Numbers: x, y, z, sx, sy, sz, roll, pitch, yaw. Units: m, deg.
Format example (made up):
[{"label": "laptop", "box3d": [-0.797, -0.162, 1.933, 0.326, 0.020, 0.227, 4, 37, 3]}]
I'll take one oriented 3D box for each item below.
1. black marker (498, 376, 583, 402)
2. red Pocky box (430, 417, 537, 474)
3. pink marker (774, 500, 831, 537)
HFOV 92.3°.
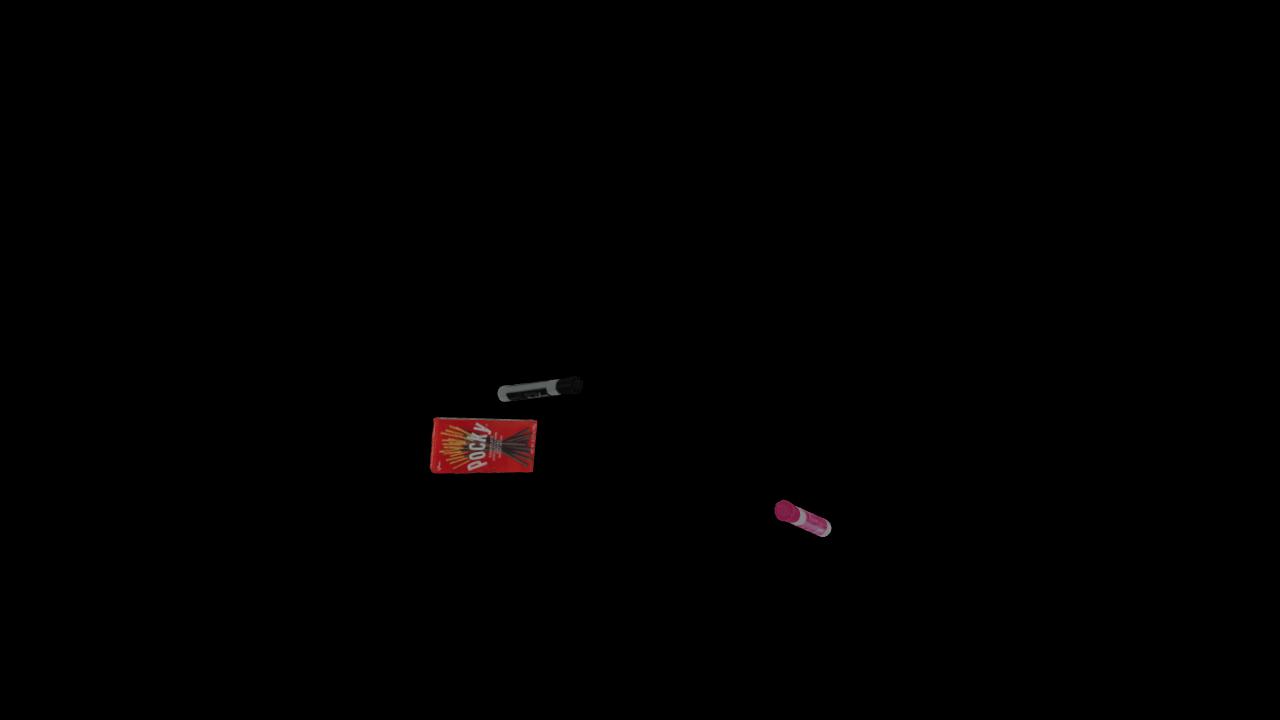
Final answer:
[{"label": "black marker", "box3d": [-0.109, 0.032, 0.668, 0.121, 0.020, 0.020, -8, -5, 37]}, {"label": "red Pocky box", "box3d": [-0.236, 0.130, 0.937, 0.155, 0.083, 0.028, 4, 3, -26]}, {"label": "pink marker", "box3d": [0.159, 0.155, 0.596, 0.020, 0.020, 0.121, 0, -20, 35]}]
